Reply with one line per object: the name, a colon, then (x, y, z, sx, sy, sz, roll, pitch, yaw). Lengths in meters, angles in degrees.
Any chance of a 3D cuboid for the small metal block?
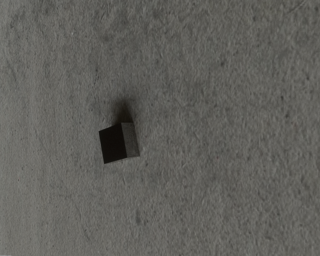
small metal block: (-0.060, 0.023, 0.452, 0.050, 0.025, 0.050, -18, 79, 38)
